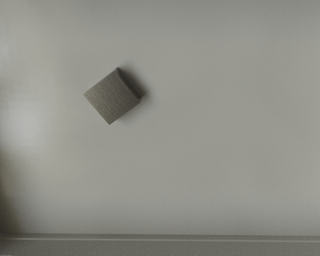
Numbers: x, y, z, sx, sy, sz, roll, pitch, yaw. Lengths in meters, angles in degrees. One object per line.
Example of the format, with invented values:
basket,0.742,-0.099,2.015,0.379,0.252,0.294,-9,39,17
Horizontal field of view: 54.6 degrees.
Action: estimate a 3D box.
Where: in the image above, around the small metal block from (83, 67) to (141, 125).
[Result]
small metal block,-0.060,-0.041,0.396,0.050,0.025,0.050,-35,107,12
